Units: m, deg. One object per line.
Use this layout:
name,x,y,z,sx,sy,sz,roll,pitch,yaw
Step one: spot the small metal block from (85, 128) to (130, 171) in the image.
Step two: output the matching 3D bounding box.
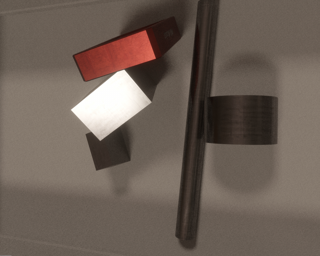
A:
small metal block,-0.070,0.027,0.420,0.025,0.050,0.050,-20,84,20

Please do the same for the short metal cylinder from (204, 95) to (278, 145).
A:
short metal cylinder,0.090,-0.008,0.349,0.080,0.080,0.050,1,91,19

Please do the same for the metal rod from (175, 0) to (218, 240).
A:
metal rod,0.046,-0.009,0.393,0.025,0.025,0.298,6,92,19

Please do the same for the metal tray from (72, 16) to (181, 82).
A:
metal tray,-0.031,-0.097,0.364,0.090,0.130,0.030,-14,110,19

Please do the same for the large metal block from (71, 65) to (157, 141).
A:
large metal block,-0.054,-0.040,0.392,0.080,0.080,0.050,-36,105,16
